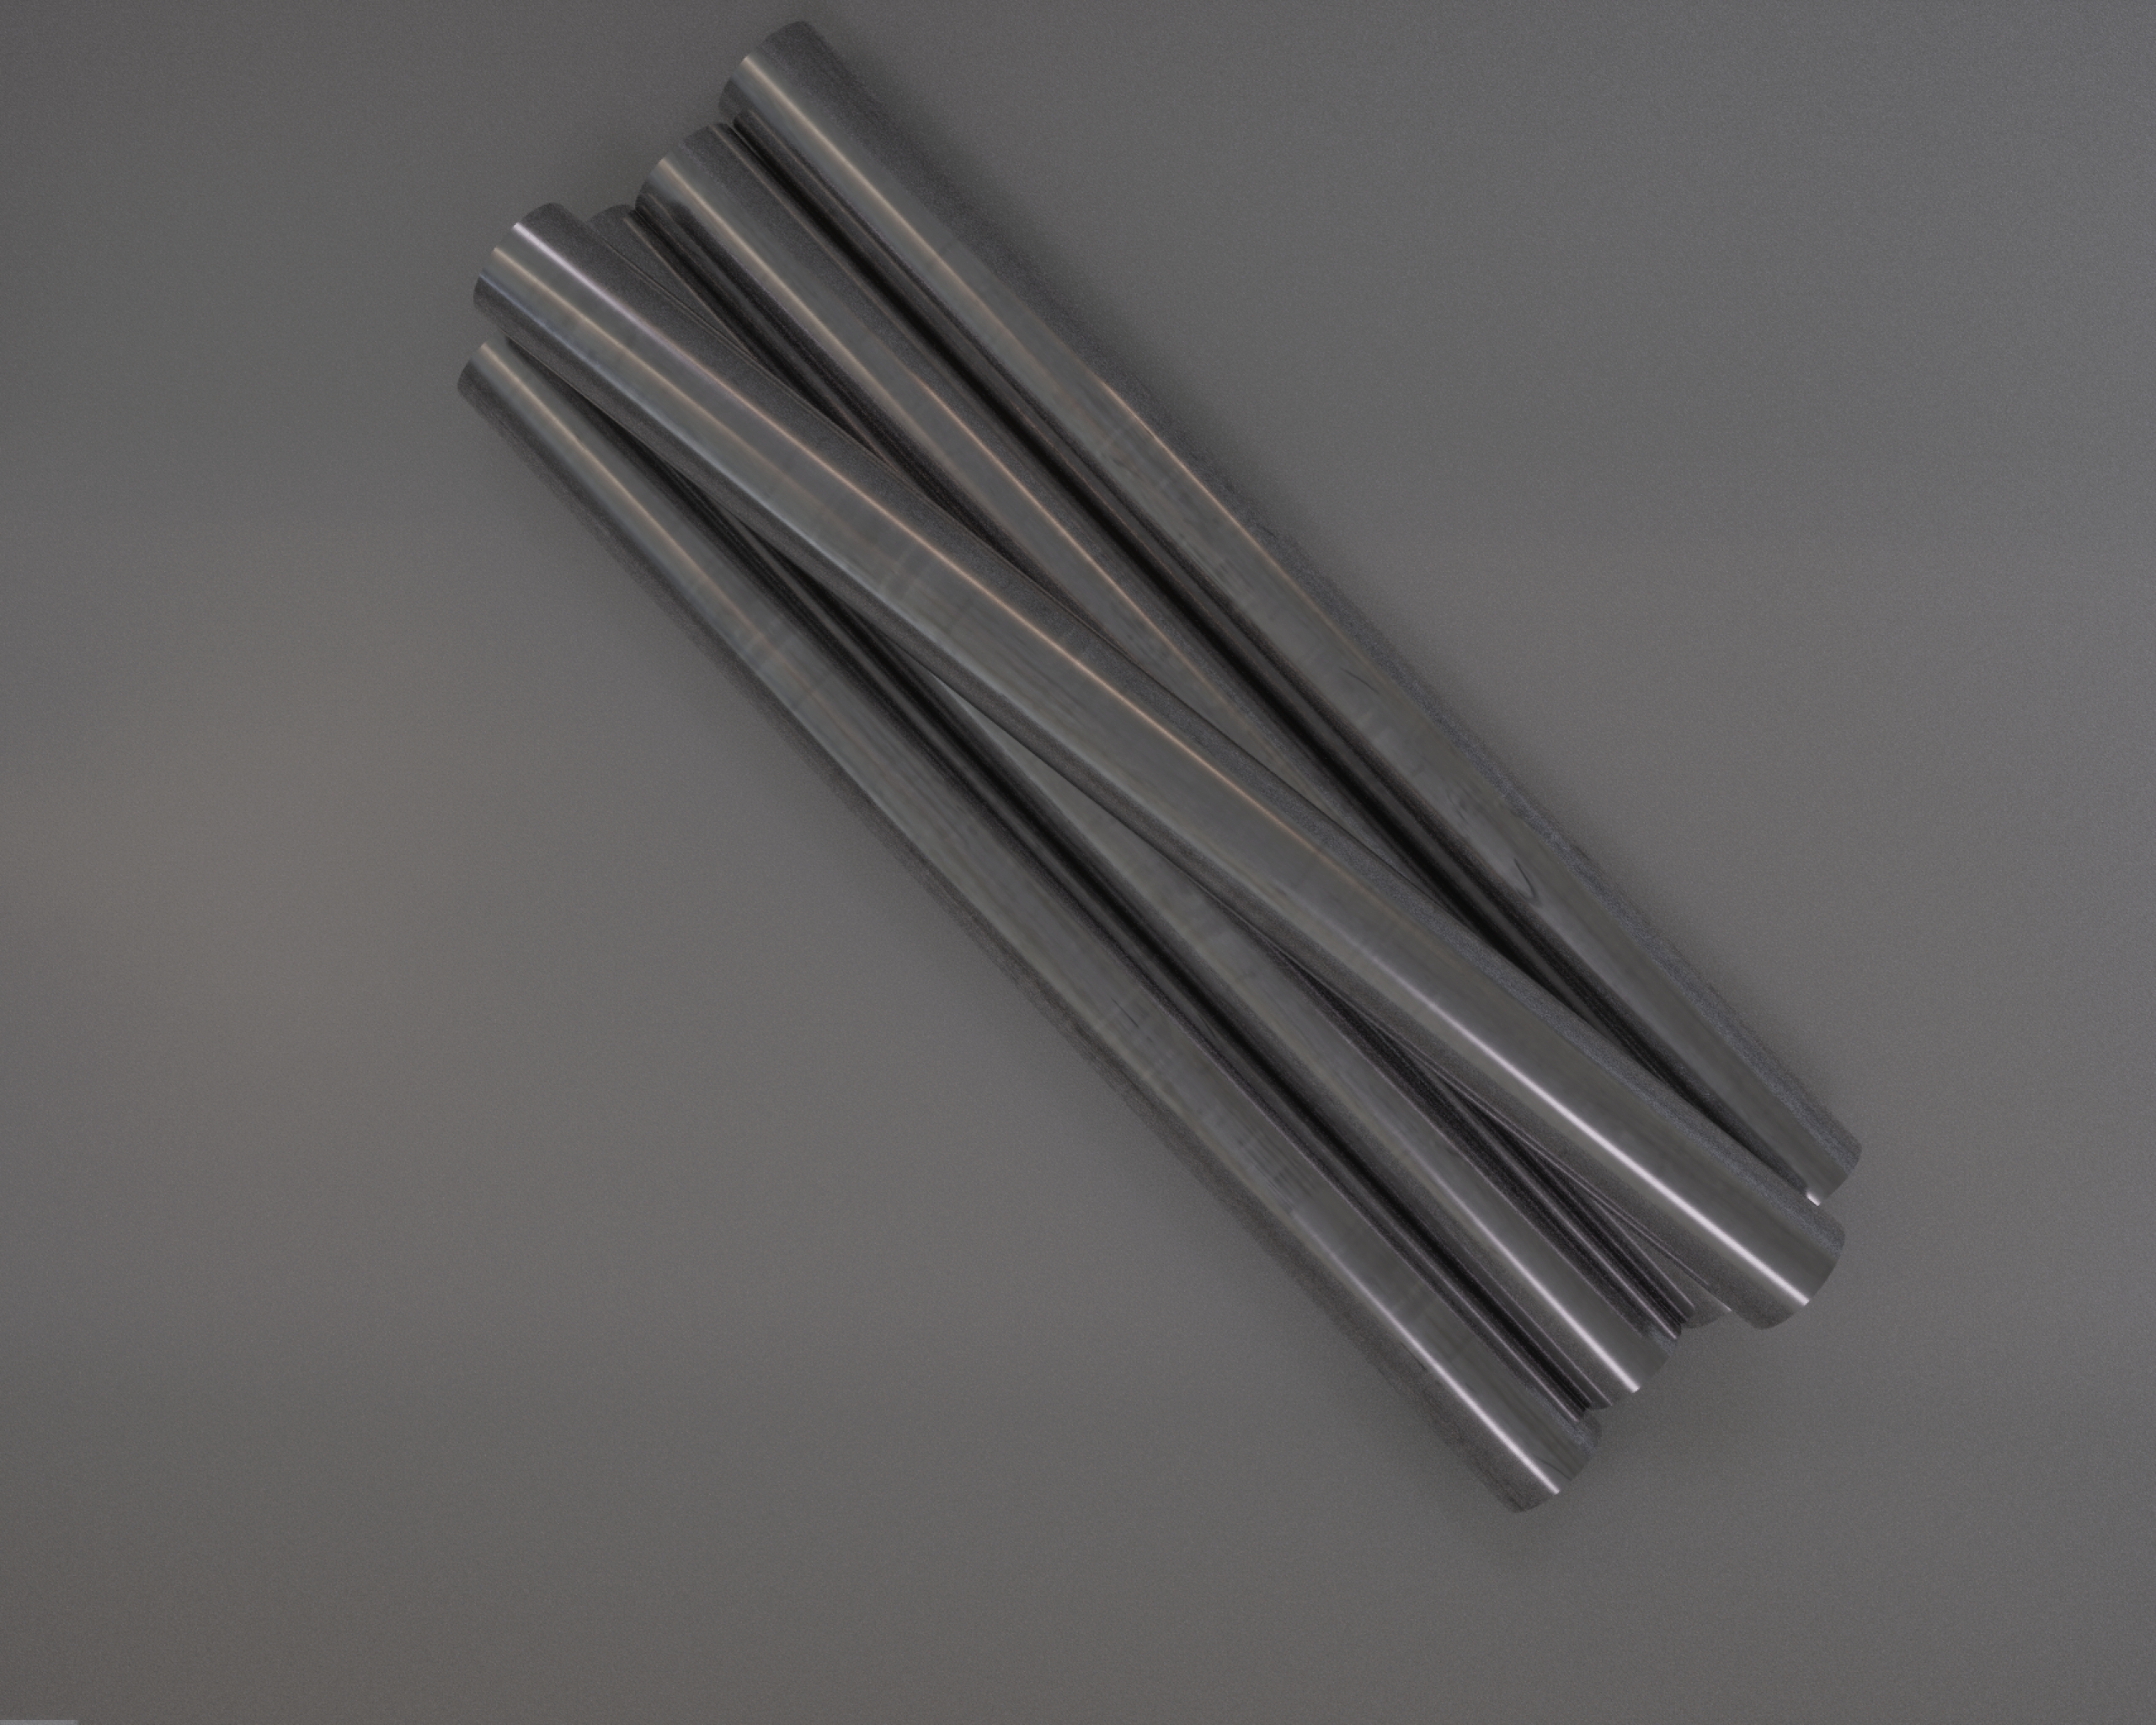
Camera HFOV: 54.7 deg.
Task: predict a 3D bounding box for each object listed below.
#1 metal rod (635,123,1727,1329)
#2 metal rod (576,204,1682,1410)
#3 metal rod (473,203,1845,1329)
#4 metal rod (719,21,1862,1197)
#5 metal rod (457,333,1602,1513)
[{"bbox_3d":[0.025,-0.026,0.410,0.025,0.025,0.300,-43,90,0],"label":"metal rod"},{"bbox_3d":[0.006,-0.011,0.410,0.025,0.025,0.300,-43,90,0],"label":"metal rod"},{"bbox_3d":[0.015,-0.017,0.384,0.300,0.025,0.025,39,90,0],"label":"metal rod"},{"bbox_3d":[0.042,-0.046,0.410,0.025,0.025,0.300,-43,90,0],"label":"metal rod"},{"bbox_3d":[-0.009,0.009,0.410,0.025,0.025,0.300,-43,90,0],"label":"metal rod"}]
